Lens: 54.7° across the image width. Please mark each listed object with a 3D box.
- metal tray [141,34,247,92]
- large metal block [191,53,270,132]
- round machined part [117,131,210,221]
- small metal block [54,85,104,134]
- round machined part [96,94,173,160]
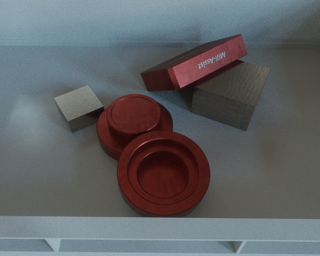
[{"bbox_3d":[0.048,-0.093,0.448,0.131,0.030,0.090,-29,18,-23],"label":"metal tray"},{"bbox_3d":[0.098,-0.052,0.434,0.080,0.050,0.080,20,53,16],"label":"large metal block"},{"bbox_3d":[0.003,0.055,0.342,0.099,0.042,0.098,2,57,-3],"label":"round machined part"},{"bbox_3d":[-0.110,-0.027,0.426,0.050,0.025,0.050,-26,55,-21],"label":"small metal block"},{"bbox_3d":[-0.033,-0.006,0.399,0.099,0.042,0.098,0,50,0],"label":"round machined part"}]
